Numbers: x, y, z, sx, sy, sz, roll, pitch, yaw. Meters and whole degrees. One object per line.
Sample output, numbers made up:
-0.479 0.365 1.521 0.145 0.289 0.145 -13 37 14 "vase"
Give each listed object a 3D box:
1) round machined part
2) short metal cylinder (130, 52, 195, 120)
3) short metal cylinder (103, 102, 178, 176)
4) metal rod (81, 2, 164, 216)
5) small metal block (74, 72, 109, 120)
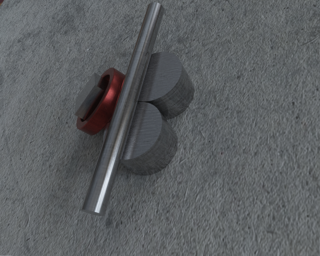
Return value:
-0.074 -0.032 0.437 0.098 0.042 0.098 -42 31 33 "round machined part"
0.001 -0.057 0.424 0.080 0.050 0.080 -13 56 21 "short metal cylinder"
-0.024 0.014 0.393 0.080 0.050 0.080 -13 55 20 "short metal cylinder"
-0.038 -0.043 0.388 0.025 0.025 0.300 -1 61 28 "metal rod"
-0.093 -0.042 0.428 0.050 0.025 0.050 -51 27 16 "small metal block"
